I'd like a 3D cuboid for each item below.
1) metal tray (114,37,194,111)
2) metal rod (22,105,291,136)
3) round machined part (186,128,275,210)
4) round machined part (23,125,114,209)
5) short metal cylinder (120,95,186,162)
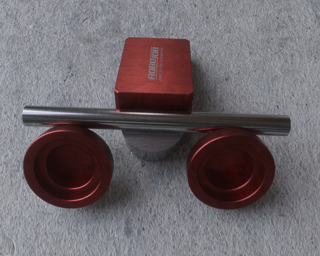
[{"bbox_3d":[-0.005,-0.073,0.405,0.091,0.030,0.130,2,44,0],"label":"metal tray"},{"bbox_3d":[-0.004,-0.008,0.360,0.302,0.025,0.025,2,70,0],"label":"metal rod"},{"bbox_3d":[0.080,0.044,0.367,0.099,0.042,0.097,0,113,0],"label":"round machined part"},{"bbox_3d":[-0.104,0.042,0.367,0.099,0.042,0.097,0,108,-1],"label":"round machined part"},{"bbox_3d":[-0.008,-0.001,0.397,0.081,0.050,0.080,0,70,0],"label":"short metal cylinder"}]
